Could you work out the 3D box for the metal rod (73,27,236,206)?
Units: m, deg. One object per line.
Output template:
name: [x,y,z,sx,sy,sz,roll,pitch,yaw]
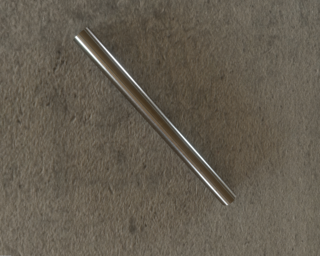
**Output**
metal rod: [0.002,-0.006,0.410,0.025,0.025,0.300,-46,105,-14]
